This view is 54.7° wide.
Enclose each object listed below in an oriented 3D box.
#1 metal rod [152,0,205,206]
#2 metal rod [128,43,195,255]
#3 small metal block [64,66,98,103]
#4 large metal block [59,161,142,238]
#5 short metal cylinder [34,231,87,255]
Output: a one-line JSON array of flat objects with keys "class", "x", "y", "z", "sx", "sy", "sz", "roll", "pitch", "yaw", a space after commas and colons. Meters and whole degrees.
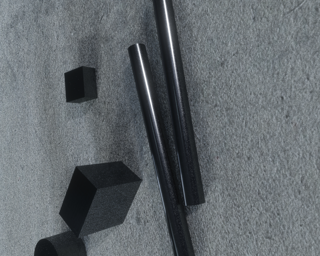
[{"class": "metal rod", "x": 0.019, "y": -0.056, "z": 0.387, "sx": 0.025, "sy": 0.025, "sz": 0.298, "roll": -14, "pitch": 81, "yaw": 39}, {"class": "metal rod", "x": 0.001, "y": 0.032, "z": 0.402, "sx": 0.025, "sy": 0.025, "sz": 0.299, "roll": -21, "pitch": 77, "yaw": 38}, {"class": "small metal block", "x": -0.131, "y": -0.070, "z": 0.510, "sx": 0.050, "sy": 0.025, "sz": 0.050, "roll": -9, "pitch": 85, "yaw": 39}, {"class": "large metal block", "x": -0.083, "y": 0.097, "z": 0.435, "sx": 0.050, "sy": 0.081, "sz": 0.079, "roll": 36, "pitch": 112, "yaw": 34}, {"class": "short metal cylinder", "x": -0.169, "y": 0.222, "z": 0.525, "sx": 0.080, "sy": 0.050, "sz": 0.079, "roll": 0, "pitch": 90, "yaw": 39}]
